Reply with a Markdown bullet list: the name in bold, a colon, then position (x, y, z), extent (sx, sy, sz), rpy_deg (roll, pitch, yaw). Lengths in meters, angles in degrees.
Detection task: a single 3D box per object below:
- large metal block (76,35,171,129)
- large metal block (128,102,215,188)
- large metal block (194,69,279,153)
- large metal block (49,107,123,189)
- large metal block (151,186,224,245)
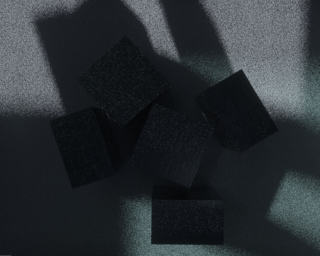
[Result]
- **large metal block**: position (-0.044, -0.055, 0.397), extent (0.080, 0.050, 0.080), rpy_deg (-42, 91, 0)
- **large metal block**: position (0.014, 0.021, 0.398), extent (0.080, 0.050, 0.080), rpy_deg (22, 90, -1)
- **large metal block**: position (0.090, -0.019, 0.383), extent (0.050, 0.080, 0.080), rpy_deg (-31, 90, 0)
- **large metal block**: position (-0.086, 0.022, 0.382), extent (0.050, 0.080, 0.080), rpy_deg (-19, 90, 0)
- **large metal block**: position (0.031, 0.104, 0.384), extent (0.081, 0.080, 0.050), rpy_deg (1, 90, -1)
